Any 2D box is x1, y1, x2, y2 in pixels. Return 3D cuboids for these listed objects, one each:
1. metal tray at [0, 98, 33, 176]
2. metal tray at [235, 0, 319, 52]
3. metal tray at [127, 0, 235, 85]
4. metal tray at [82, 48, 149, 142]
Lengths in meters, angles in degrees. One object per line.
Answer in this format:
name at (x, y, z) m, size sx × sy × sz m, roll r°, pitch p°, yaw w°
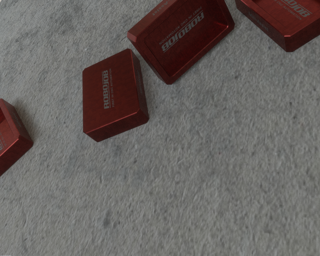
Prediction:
metal tray at (-0.281, 0.016, 0.534) m, size 0.090 × 0.030 × 0.130 m, roll -44°, pitch 51°, yaw -3°
metal tray at (0.170, -0.169, 0.414) m, size 0.090 × 0.030 × 0.130 m, roll -33°, pitch 52°, yaw 6°
metal tray at (0.032, -0.134, 0.423) m, size 0.130 × 0.090 × 0.030 m, roll -42°, pitch 40°, yaw -1°
metal tray at (-0.071, -0.052, 0.468) m, size 0.090 × 0.030 × 0.130 m, roll -21°, pitch 54°, yaw 15°
